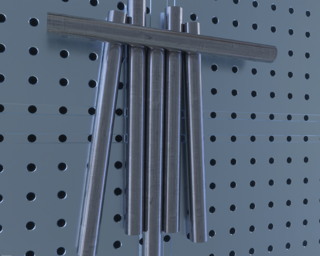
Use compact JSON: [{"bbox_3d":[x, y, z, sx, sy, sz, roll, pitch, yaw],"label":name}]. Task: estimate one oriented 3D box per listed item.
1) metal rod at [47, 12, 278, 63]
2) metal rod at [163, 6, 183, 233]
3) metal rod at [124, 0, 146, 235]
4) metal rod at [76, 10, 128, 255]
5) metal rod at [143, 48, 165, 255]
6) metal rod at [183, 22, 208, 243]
[{"bbox_3d":[0.018,-0.110,0.392,0.302,0.025,0.025,2,90,-20],"label":"metal rod"},{"bbox_3d":[0.016,-0.011,0.420,0.025,0.025,0.298,1,90,-20],"label":"metal rod"},{"bbox_3d":[-0.032,-0.015,0.401,0.025,0.025,0.298,1,90,-20],"label":"metal rod"},{"bbox_3d":[-0.071,0.005,0.385,0.025,0.025,0.299,8,87,-20],"label":"metal rod"},{"bbox_3d":[-0.008,0.041,0.409,0.025,0.025,0.298,1,90,-20],"label":"metal rod"},{"bbox_3d":[0.048,0.006,0.430,0.025,0.025,0.298,-2,91,-20],"label":"metal rod"}]
